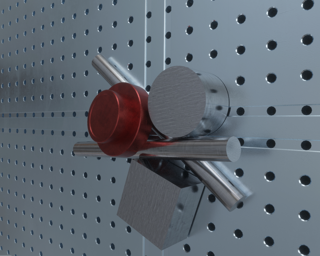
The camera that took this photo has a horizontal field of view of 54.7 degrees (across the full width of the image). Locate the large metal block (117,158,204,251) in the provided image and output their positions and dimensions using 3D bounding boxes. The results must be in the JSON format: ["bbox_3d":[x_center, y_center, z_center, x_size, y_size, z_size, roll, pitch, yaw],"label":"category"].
[{"bbox_3d":[-0.001,0.089,0.389,0.080,0.050,0.079,25,106,37],"label":"large metal block"}]

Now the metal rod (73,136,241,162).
[{"bbox_3d":[-0.031,0.028,0.409,0.300,0.025,0.025,-4,88,47],"label":"metal rod"}]

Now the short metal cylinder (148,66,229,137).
[{"bbox_3d":[0.033,-0.029,0.363,0.080,0.050,0.079,0,90,39],"label":"short metal cylinder"}]

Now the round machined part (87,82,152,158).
[{"bbox_3d":[-0.057,-0.012,0.400,0.098,0.042,0.098,-12,73,43],"label":"round machined part"}]

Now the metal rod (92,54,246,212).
[{"bbox_3d":[-0.005,-0.011,0.412,0.300,0.025,0.025,46,117,30],"label":"metal rod"}]
